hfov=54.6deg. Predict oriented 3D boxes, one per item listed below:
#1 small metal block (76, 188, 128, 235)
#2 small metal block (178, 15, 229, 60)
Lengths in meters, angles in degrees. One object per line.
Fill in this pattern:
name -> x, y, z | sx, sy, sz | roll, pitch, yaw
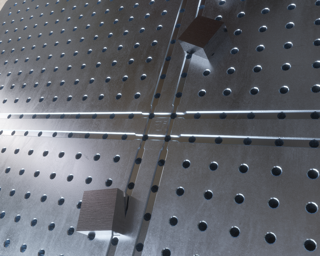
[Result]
small metal block -> -0.071, 0.104, 0.383 | 0.050, 0.025, 0.050 | -9, 58, 23
small metal block -> 0.064, -0.135, 0.458 | 0.050, 0.025, 0.050 | 32, 80, 38
